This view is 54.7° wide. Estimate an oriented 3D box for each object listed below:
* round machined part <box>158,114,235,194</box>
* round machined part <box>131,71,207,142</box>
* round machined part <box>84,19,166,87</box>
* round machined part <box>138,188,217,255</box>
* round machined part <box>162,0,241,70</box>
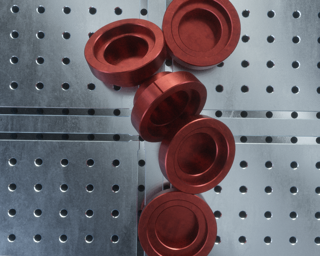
[{"bbox_3d":[0.043,0.030,0.393,0.099,0.042,0.097,-7,107,-23],"label":"round machined part"},{"bbox_3d":[0.006,-0.031,0.384,0.098,0.098,0.042,-38,59,0],"label":"round machined part"},{"bbox_3d":[-0.040,-0.090,0.389,0.099,0.042,0.098,-4,55,7],"label":"round machined part"},{"bbox_3d":[0.022,0.127,0.405,0.099,0.042,0.097,0,90,-1],"label":"round machined part"},{"bbox_3d":[0.051,-0.124,0.404,0.099,0.042,0.097,0,89,-4],"label":"round machined part"}]
